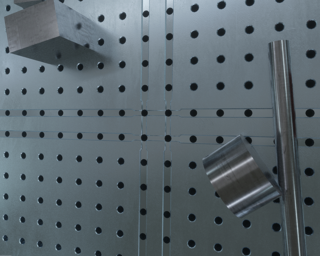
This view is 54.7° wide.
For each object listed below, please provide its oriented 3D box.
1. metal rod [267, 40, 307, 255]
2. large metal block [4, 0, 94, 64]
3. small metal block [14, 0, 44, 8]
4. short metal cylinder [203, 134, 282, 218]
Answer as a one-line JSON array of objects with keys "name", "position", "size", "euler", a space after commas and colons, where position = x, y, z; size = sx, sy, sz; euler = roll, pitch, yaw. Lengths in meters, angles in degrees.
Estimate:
[{"name": "metal rod", "position": [0.149, 0.049, 0.359], "size": [0.025, 0.025, 0.298], "euler": [-5, 89, 19]}, {"name": "large metal block", "position": [-0.152, -0.131, 0.436], "size": [0.080, 0.080, 0.050], "euler": [-11, 86, 19]}, {"name": "small metal block", "position": [-0.197, -0.216, 0.480], "size": [0.050, 0.025, 0.050], "euler": [2, 91, 19]}, {"name": "short metal cylinder", "position": [0.092, 0.053, 0.351], "size": [0.050, 0.080, 0.080], "euler": [-36, 79, 16]}]
